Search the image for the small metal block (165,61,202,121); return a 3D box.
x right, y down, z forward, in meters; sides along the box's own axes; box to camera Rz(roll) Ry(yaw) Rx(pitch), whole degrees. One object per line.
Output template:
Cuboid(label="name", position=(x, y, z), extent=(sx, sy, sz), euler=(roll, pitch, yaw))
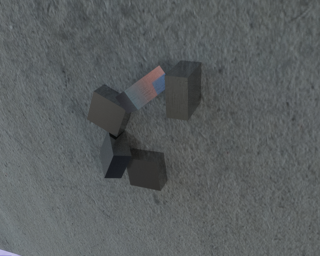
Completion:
Cuboid(label="small metal block", position=(0.027, -0.043, 0.348), extent=(0.025, 0.050, 0.050), euler=(9, 123, 21))

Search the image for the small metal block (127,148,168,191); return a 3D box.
Cuboid(label="small metal block", position=(-0.020, 0.061, 0.453), extent=(0.050, 0.025, 0.050), euler=(6, 121, 24))

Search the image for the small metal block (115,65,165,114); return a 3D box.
Cuboid(label="small metal block", position=(-0.020, -0.043, 0.360), extent=(0.025, 0.050, 0.050), euler=(54, 164, -10))

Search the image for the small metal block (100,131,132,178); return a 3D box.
Cuboid(label="small metal block", position=(-0.065, 0.037, 0.443), extent=(0.025, 0.050, 0.050), euler=(5, 133, -25))

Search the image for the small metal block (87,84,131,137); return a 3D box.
Cuboid(label="small metal block", position=(-0.068, -0.024, 0.426), extent=(0.050, 0.025, 0.050), euler=(30, 128, 8))
